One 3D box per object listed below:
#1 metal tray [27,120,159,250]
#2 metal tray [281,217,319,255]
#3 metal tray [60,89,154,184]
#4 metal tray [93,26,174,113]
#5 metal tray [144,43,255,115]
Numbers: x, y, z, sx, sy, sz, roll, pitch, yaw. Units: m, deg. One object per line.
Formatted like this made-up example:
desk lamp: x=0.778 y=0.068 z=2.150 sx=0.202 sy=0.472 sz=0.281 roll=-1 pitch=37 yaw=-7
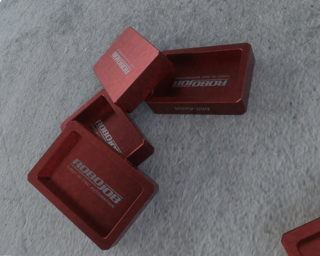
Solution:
metal tray: x=-0.078 y=0.064 z=0.364 sx=0.130 sy=0.030 sz=0.090 roll=37 pitch=87 yaw=14
metal tray: x=0.167 y=0.127 z=0.234 sx=0.090 sy=0.030 sz=0.130 roll=-29 pitch=52 yaw=9
metal tray: x=-0.077 y=0.013 z=0.431 sx=0.090 sy=0.030 sz=0.130 roll=-40 pitch=51 yaw=1
metal tray: x=-0.045 y=-0.089 z=0.451 sx=0.090 sy=0.030 sz=0.130 roll=-47 pitch=39 yaw=8
metal tray: x=0.052 y=-0.064 z=0.411 sx=0.130 sy=0.030 sz=0.090 roll=2 pitch=63 yaw=28
